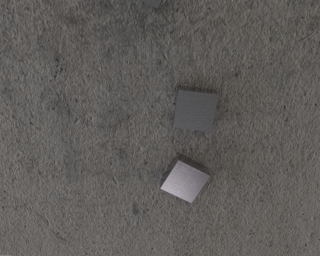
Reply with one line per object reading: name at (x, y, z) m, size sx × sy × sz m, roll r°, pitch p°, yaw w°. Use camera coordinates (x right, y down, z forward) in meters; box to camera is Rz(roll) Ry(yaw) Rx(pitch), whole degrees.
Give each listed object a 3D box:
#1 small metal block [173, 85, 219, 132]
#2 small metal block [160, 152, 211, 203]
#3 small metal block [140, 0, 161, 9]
small metal block at (0.045, -0.025, 0.401) m, size 0.050 × 0.025 × 0.050 m, roll 7°, pitch 110°, yaw -3°
small metal block at (0.035, 0.070, 0.436) m, size 0.050 × 0.025 × 0.050 m, roll 27°, pitch 108°, yaw -10°
small metal block at (-0.015, -0.160, 0.324) m, size 0.050 × 0.025 × 0.050 m, roll 23°, pitch 109°, yaw -9°
